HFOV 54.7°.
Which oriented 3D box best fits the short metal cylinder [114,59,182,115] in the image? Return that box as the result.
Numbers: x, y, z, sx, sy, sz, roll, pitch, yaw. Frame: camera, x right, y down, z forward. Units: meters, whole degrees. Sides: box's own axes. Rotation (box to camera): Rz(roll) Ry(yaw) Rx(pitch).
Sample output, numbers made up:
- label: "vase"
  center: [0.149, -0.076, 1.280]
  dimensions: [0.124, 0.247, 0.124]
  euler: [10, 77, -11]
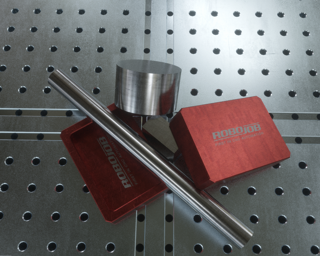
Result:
- label: "short metal cylinder"
  center: [-0.016, -0.054, 0.391]
  dimensions: [0.080, 0.080, 0.050]
  euler: [8, 112, 3]

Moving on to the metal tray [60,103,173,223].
- label: "metal tray"
  center: [-0.055, 0.040, 0.389]
  dimensions: [0.090, 0.030, 0.130]
  euler: [-30, 73, -11]

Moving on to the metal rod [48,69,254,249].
- label: "metal rod"
  center: [-0.021, 0.028, 0.366]
  dimensions: [0.300, 0.025, 0.025]
  euler: [39, 75, 12]

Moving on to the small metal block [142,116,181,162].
- label: "small metal block"
  center: [0.006, 0.013, 0.389]
  dimensions: [0.050, 0.050, 0.025]
  euler: [39, 75, 13]

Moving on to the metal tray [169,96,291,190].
- label: "metal tray"
  center: [0.086, 0.013, 0.374]
  dimensions: [0.131, 0.030, 0.090]
  euler: [-11, 68, -30]
